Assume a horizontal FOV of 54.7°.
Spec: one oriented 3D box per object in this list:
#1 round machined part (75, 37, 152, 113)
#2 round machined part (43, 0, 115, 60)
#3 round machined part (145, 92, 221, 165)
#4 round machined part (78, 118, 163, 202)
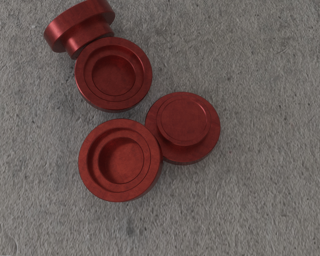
[{"bbox_3d":[-0.062,-0.067,0.414,0.099,0.042,0.097,2,81,-12],"label":"round machined part"},{"bbox_3d":[-0.102,-0.128,0.420,0.098,0.098,0.042,-33,95,-11],"label":"round machined part"},{"bbox_3d":[0.029,-0.004,0.401,0.099,0.042,0.098,0,70,0],"label":"round machined part"},{"bbox_3d":[-0.045,0.041,0.377,0.098,0.042,0.098,-2,76,9],"label":"round machined part"}]
